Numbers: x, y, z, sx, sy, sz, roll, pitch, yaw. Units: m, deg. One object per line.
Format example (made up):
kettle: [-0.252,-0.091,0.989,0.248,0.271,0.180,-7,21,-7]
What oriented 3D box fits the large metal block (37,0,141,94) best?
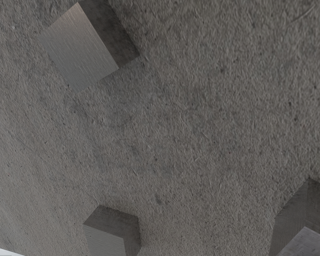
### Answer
large metal block: [-0.085,-0.099,0.374,0.080,0.050,0.080,-21,107,36]

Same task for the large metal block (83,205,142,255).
large metal block: [-0.083,0.194,0.555,0.080,0.050,0.079,10,123,22]

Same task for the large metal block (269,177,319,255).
large metal block: [0.171,0.118,0.354,0.050,0.080,0.079,27,128,11]
